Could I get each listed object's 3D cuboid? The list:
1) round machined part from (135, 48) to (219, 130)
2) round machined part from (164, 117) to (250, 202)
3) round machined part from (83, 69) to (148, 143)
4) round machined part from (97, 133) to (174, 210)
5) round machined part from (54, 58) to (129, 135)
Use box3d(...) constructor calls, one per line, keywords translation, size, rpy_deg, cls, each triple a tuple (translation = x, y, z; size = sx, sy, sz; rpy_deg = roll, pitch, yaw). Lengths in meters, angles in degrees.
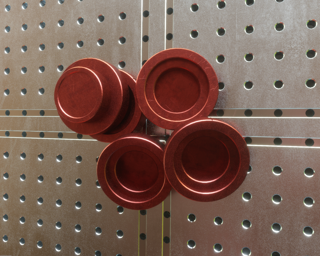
box3d(translation=(0.021, -0.046, 0.386), size=(0.099, 0.042, 0.097), rpy_deg=(0, 91, 3), cls="round machined part")
box3d(translation=(0.053, 0.035, 0.372), size=(0.099, 0.042, 0.097), rpy_deg=(0, 100, -2), cls="round machined part")
box3d(translation=(-0.060, -0.030, 0.423), size=(0.098, 0.042, 0.097), rpy_deg=(0, 90, 19), cls="round machined part")
box3d(translation=(-0.028, 0.053, 0.403), size=(0.098, 0.042, 0.097), rpy_deg=(2, 104, 9), cls="round machined part")
box3d(translation=(-0.092, -0.040, 0.390), size=(0.098, 0.042, 0.097), rpy_deg=(0, 90, 19), cls="round machined part")
